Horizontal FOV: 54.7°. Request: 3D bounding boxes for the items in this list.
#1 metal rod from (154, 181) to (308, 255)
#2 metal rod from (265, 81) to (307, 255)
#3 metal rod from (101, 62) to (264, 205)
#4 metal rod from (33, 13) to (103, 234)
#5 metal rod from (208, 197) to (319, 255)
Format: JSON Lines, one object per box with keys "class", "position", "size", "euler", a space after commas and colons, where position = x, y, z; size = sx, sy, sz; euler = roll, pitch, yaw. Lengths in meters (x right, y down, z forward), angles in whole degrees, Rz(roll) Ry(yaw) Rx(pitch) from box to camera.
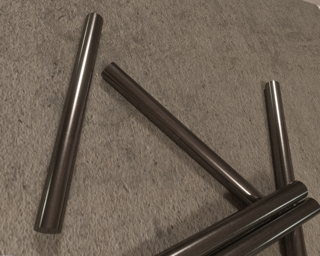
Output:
{"class": "metal rod", "position": [0.061, 0.121, 0.344], "size": [0.303, 0.025, 0.025], "euler": [-17, 71, -29]}
{"class": "metal rod", "position": [0.190, 0.046, 0.480], "size": [0.025, 0.025, 0.300], "euler": [19, 54, -18]}
{"class": "metal rod", "position": [0.042, 0.021, 0.415], "size": [0.300, 0.025, 0.025], "euler": [42, 51, 0]}
{"class": "metal rod", "position": [-0.100, -0.030, 0.369], "size": [0.025, 0.025, 0.300], "euler": [16, 55, -20]}
{"class": "metal rod", "position": [0.078, 0.143, 0.343], "size": [0.303, 0.025, 0.025], "euler": [-17, 71, -29]}
